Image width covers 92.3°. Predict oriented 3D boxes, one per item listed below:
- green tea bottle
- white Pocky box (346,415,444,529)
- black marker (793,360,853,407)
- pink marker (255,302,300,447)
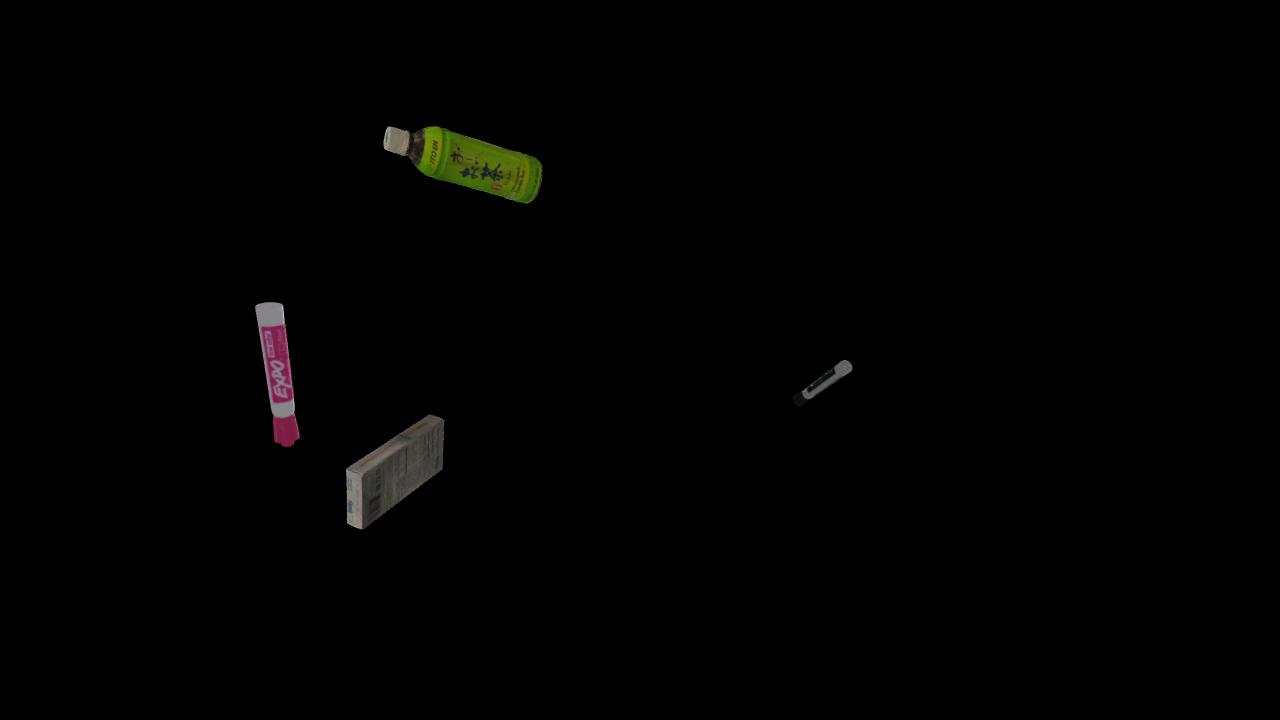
[{"bbox_3d":[-0.243,-0.277,0.855,0.212,0.073,0.073,8,-5,-36],"label":"green tea bottle"},{"bbox_3d":[-0.304,0.137,0.777,0.028,0.084,0.154,16,24,14],"label":"white Pocky box"},{"bbox_3d":[0.256,0.036,0.875,0.020,0.020,0.121,0,-28,-25],"label":"black marker"},{"bbox_3d":[-0.291,0.014,0.495,0.020,0.121,0.020,4,19,-1],"label":"pink marker"}]
